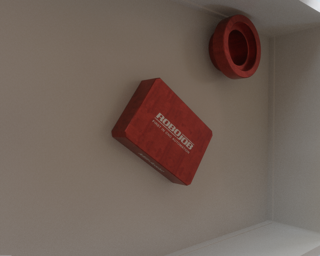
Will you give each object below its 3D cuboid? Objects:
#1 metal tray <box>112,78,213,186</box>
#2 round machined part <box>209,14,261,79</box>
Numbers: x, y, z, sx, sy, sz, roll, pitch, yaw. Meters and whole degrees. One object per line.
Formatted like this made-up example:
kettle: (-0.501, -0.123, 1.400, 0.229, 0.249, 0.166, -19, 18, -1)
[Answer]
metal tray: (0.009, 0.007, 0.413, 0.130, 0.030, 0.090, 42, 65, -32)
round machined part: (0.116, -0.127, 0.495, 0.099, 0.042, 0.097, 0, 90, -40)
